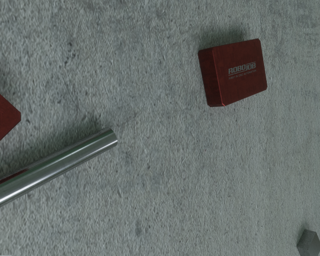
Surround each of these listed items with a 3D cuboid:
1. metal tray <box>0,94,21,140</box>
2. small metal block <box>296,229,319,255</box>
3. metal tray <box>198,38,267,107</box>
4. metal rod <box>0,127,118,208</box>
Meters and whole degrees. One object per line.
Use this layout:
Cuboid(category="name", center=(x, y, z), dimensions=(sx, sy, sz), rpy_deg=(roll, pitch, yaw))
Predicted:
Cuboid(category="metal tray", center=(-0.192, -0.022, 0.241), dimensions=(0.130, 0.030, 0.090), rpy_deg=(51, 60, -28))
Cuboid(category="small metal block", center=(0.333, 0.264, 0.689), dimensions=(0.050, 0.025, 0.050), rpy_deg=(-45, 117, -31))
Cuboid(category="metal tray", center=(0.123, -0.093, 0.508), dimensions=(0.131, 0.030, 0.089), rpy_deg=(-21, 104, -38))
Cuboid(category="metal rod", center=(-0.164, 0.068, 0.268), dimensions=(0.302, 0.025, 0.025), rpy_deg=(-29, 108, -37))
